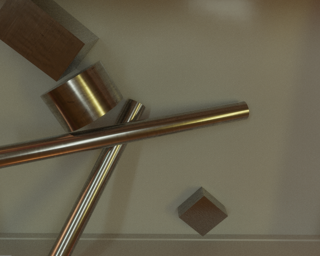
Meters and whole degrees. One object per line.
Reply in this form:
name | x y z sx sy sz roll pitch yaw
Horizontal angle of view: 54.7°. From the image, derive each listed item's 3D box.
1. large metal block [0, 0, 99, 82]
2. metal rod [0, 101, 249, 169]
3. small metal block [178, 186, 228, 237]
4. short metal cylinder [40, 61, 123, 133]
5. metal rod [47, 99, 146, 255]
large metal block | -0.122 -0.103 0.342 0.080 0.080 0.050 38 106 -13
metal rod | -0.034 0.005 0.371 0.302 0.025 0.025 -11 111 -13
small metal block | 0.063 0.124 0.458 0.050 0.025 0.050 42 104 -14
short metal cylinder | -0.091 -0.038 0.367 0.080 0.080 0.050 -28 108 9
metal rod | -0.095 0.101 0.378 0.025 0.025 0.299 28 81 -10
